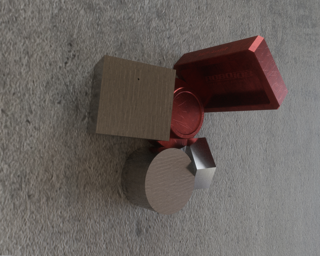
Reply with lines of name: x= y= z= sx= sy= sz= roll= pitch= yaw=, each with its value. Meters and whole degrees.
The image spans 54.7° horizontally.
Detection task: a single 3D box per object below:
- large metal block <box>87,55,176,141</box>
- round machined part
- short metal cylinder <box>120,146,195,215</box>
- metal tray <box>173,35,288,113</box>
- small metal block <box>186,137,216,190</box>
large metal block: x=-0.033 y=-0.029 z=0.348 sx=0.081 sy=0.050 sz=0.080 roll=7 pitch=85 yaw=-23
round machined part: x=0.021 y=-0.019 z=0.416 sx=0.099 sy=0.042 sz=0.097 roll=0 pitch=90 yaw=-40
short metal cylinder: x=-0.002 y=0.064 z=0.391 sx=0.081 sy=0.050 sz=0.079 roll=0 pitch=90 yaw=-40
metal tray: x=0.090 y=-0.065 z=0.414 sx=0.030 sy=0.130 sz=0.090 roll=-52 pitch=121 yaw=-28
small metal block: x=0.053 y=0.049 z=0.422 sx=0.025 sy=0.050 sz=0.050 roll=-5 pitch=139 yaw=-10
